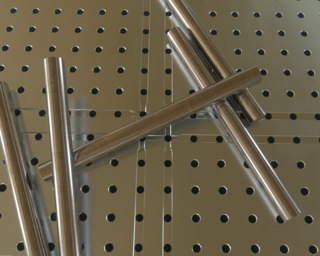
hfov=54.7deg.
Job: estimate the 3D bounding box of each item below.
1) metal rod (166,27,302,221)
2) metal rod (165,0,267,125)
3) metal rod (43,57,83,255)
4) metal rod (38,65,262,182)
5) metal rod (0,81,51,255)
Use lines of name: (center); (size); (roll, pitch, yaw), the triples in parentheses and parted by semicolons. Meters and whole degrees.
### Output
metal rod: (0.090, -0.018, 0.419); (0.025, 0.025, 0.299); (-26, 72, -9)
metal rod: (0.061, -0.135, 0.461); (0.025, 0.025, 0.299); (-27, 73, -10)
metal rod: (-0.111, 0.062, 0.361); (0.025, 0.025, 0.298); (-8, 80, -3)
metal rod: (-0.010, -0.007, 0.397); (0.301, 0.025, 0.025); (-25, 72, -3)
metal rod: (-0.170, 0.073, 0.382); (0.025, 0.025, 0.299); (-20, 71, -8)
